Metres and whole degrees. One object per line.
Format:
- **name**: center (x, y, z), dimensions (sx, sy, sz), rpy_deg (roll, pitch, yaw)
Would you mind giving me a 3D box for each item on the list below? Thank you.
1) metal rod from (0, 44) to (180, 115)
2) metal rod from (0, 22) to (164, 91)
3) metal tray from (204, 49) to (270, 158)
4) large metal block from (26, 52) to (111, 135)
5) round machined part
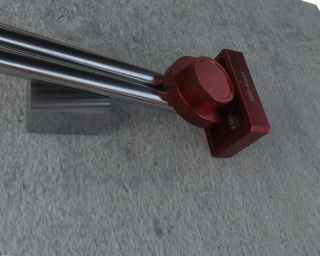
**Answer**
- **metal rod**: center (-0.036, -0.041, 0.354), dimensions (0.302, 0.025, 0.025), rpy_deg (11, 56, -38)
- **metal rod**: center (-0.040, -0.065, 0.366), dimensions (0.302, 0.025, 0.025), rpy_deg (10, 57, -38)
- **metal tray**: center (0.094, -0.033, 0.436), dimensions (0.030, 0.090, 0.130), rpy_deg (4, 60, -27)
- **large metal block**: center (-0.106, -0.040, 0.352), dimensions (0.081, 0.050, 0.080), rpy_deg (3, 60, -27)
- **round machined part**: center (0.056, -0.052, 0.396), dimensions (0.099, 0.042, 0.098), rpy_deg (21, 52, -29)
